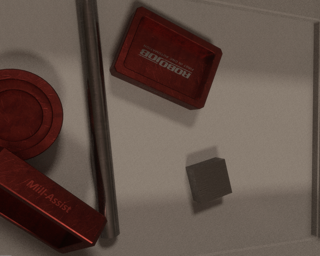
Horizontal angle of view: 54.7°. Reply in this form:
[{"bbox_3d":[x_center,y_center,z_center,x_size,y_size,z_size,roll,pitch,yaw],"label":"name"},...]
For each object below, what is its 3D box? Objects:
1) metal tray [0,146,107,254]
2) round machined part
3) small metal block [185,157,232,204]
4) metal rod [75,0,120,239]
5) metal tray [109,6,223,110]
[{"bbox_3d":[-0.132,0.082,0.326,0.130,0.090,0.030,40,47,-16],"label":"metal tray"},{"bbox_3d":[-0.160,-0.013,0.343,0.099,0.042,0.097,0,90,-21],"label":"round machined part"},{"bbox_3d":[0.069,0.073,0.438,0.050,0.025,0.050,-15,95,-20],"label":"small metal block"},{"bbox_3d":[-0.077,-0.015,0.382,0.025,0.025,0.298,-6,92,-20],"label":"metal rod"},{"bbox_3d":[0.010,-0.088,0.412,0.131,0.030,0.090,22,83,-19],"label":"metal tray"}]
